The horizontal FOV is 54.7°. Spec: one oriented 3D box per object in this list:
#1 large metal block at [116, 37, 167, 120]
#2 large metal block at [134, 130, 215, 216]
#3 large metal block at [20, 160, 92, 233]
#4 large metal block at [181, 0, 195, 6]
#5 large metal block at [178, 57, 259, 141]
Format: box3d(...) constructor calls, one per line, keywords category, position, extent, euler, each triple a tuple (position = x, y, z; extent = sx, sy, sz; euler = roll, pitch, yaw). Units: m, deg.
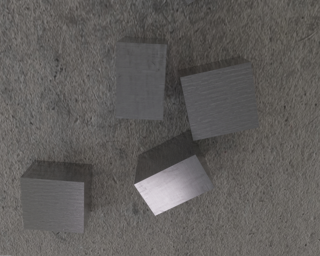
box3d(category="large metal block", position=(-0.020, -0.061, 0.358), extent=(0.050, 0.080, 0.079), euler=(3, 110, -1))
box3d(category="large metal block", position=(0.017, 0.054, 0.401), extent=(0.080, 0.080, 0.050), euler=(-27, 108, 9))
box3d(category="large metal block", position=(-0.140, 0.094, 0.430), extent=(0.081, 0.050, 0.079), euler=(5, 110, -2))
box3d(category="large metal block", position=(0.042, -0.188, 0.327), extent=(0.080, 0.050, 0.080), euler=(-30, 108, 10))
box3d(category="large metal block", position=(0.071, -0.038, 0.383), extent=(0.080, 0.050, 0.080), euler=(-12, 110, 4))
